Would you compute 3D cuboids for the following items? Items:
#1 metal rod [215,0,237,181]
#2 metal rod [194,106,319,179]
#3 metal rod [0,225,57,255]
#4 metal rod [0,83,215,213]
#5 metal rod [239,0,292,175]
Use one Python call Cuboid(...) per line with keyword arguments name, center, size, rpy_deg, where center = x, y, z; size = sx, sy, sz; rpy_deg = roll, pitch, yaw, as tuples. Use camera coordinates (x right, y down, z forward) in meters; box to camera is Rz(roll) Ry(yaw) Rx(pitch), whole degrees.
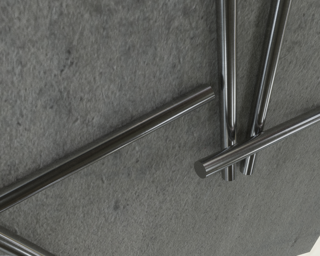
Cuboid(name="metal rod", center=(0.096, -0.039, 0.436), size=(0.025, 0.025, 0.298), rpy_deg=(-22, 127, -16))
Cuboid(name="metal rod", center=(0.178, 0.012, 0.483), size=(0.302, 0.025, 0.025), rpy_deg=(-19, 127, -29))
Cuboid(name="metal rod", center=(-0.198, 0.136, 0.383), size=(0.025, 0.025, 0.300), rpy_deg=(-38, 130, -3))
Cuboid(name="metal rod", center=(-0.064, 0.021, 0.385), size=(0.302, 0.025, 0.025), rpy_deg=(-28, 128, -11))
Cuboid(name="metal rod", center=(0.153, -0.053, 0.459), size=(0.025, 0.025, 0.298), rpy_deg=(-13, 124, -22))
